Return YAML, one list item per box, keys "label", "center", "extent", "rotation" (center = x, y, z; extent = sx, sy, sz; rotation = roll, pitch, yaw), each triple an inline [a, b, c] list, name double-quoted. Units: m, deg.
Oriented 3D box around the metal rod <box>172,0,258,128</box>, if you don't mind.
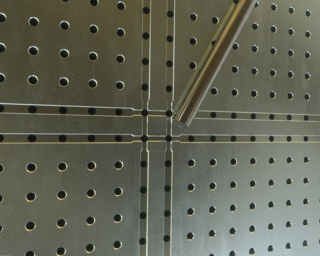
- label: "metal rod"
  center: [0.100, -0.135, 0.448]
  extent: [0.025, 0.025, 0.300]
  rotation: [32, 79, -17]
